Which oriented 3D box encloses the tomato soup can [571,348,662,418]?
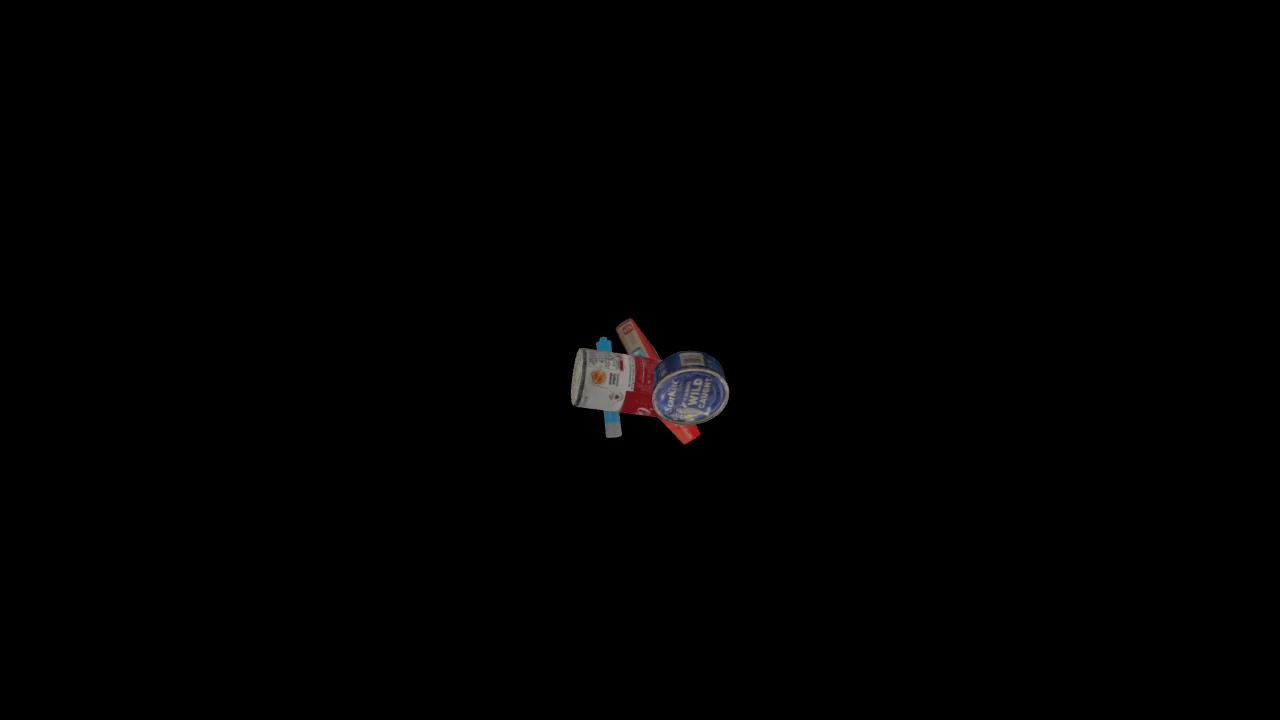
[{"bbox_3d":[-0.022,0.025,0.685,0.101,0.068,0.068,9,-2,-14],"label":"tomato soup can"}]

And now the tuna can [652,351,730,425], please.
[{"bbox_3d":[0.053,0.031,0.671,0.084,0.084,0.034,0,40,-6],"label":"tuna can"}]

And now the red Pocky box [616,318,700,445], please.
[{"bbox_3d":[0.022,0.026,0.765,0.028,0.155,0.083,-31,-37,6],"label":"red Pocky box"}]

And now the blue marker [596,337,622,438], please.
[{"bbox_3d":[-0.037,0.031,0.725,0.020,0.121,0.020,-7,-16,-2],"label":"blue marker"}]
